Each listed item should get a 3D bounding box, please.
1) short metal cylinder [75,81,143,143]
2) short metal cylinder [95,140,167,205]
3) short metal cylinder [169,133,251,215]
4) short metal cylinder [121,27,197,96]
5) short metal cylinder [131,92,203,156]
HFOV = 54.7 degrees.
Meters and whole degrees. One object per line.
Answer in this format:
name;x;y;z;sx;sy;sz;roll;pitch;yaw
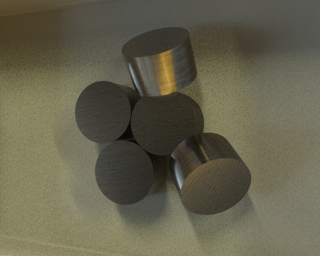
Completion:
short metal cylinder;-0.065;-0.020;0.417;0.080;0.050;0.079;0;90;19
short metal cylinder;-0.037;0.055;0.407;0.080;0.050;0.079;0;90;19
short metal cylinder;0.055;0.052;0.354;0.081;0.050;0.079;-7;122;-11
short metal cylinder;0.000;-0.081;0.371;0.080;0.080;0.050;-3;127;19
short metal cylinder;0.011;-0.007;0.391;0.080;0.050;0.079;0;90;19
